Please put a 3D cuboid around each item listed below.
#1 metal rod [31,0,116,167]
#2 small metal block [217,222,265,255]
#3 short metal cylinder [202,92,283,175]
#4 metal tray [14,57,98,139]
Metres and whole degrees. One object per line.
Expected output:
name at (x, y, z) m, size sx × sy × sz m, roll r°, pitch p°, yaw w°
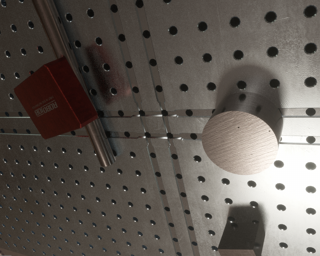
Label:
metal rod at (-0.121, -0.077, 0.425) m, size 0.025 × 0.025 × 0.298 m, roll -3°, pitch 117°, yaw 29°
small metal block at (0.115, 0.159, 0.433) m, size 0.050 × 0.050 × 0.025 m, roll -14°, pitch 111°, yaw 33°
short metal cylinder at (0.093, 0.006, 0.349) m, size 0.080 × 0.050 × 0.079 m, roll 13°, pitch 124°, yaw 20°
metal tray at (-0.152, -0.036, 0.440) m, size 0.130 × 0.030 × 0.090 m, roll -13°, pitch 109°, yaw 48°
